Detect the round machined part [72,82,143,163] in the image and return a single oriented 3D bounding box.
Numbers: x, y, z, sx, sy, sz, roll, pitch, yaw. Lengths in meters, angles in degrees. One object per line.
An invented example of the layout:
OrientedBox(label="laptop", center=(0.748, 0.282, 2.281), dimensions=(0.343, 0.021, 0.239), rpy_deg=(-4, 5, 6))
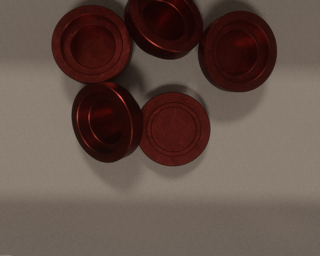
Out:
OrientedBox(label="round machined part", center=(-0.061, -0.009, 0.387), dimensions=(0.098, 0.042, 0.097), rpy_deg=(9, 107, 32))

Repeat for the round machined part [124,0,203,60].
OrientedBox(label="round machined part", center=(0.001, -0.129, 0.389), dimensions=(0.099, 0.042, 0.098), rpy_deg=(8, 70, -23))

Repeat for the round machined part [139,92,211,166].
OrientedBox(label="round machined part", center=(0.017, 0.001, 0.403), dimensions=(0.099, 0.042, 0.097), rpy_deg=(0, 90, -1))

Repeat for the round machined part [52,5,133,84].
OrientedBox(label="round machined part", center=(-0.084, -0.103, 0.402), dimensions=(0.099, 0.042, 0.097), rpy_deg=(0, 90, -1))

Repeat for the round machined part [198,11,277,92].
OrientedBox(label="round machined part", center=(0.094, -0.095, 0.396), dimensions=(0.099, 0.042, 0.097), rpy_deg=(-2, 98, -14))
